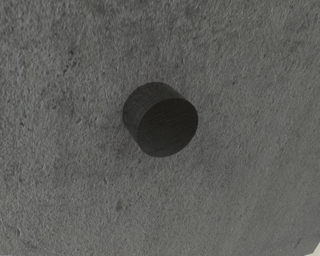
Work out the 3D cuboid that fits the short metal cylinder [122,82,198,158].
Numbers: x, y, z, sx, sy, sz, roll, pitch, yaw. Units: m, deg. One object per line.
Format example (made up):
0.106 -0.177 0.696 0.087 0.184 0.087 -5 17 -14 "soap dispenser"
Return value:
0.000 -0.011 0.383 0.081 0.050 0.080 -14 124 -21 "short metal cylinder"
